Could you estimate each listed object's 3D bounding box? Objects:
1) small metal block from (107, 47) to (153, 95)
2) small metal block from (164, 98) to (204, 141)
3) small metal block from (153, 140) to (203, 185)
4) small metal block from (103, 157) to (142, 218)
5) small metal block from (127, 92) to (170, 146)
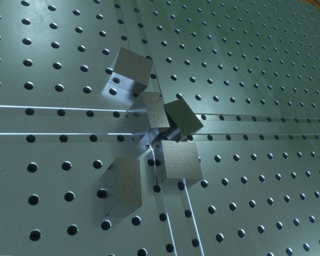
[{"bbox_3d":[-0.041,-0.079,0.436,0.050,0.025,0.050,21,54,-16],"label":"small metal block"},{"bbox_3d":[0.025,-0.009,0.422,0.050,0.025,0.050,-23,74,-50],"label":"small metal block"},{"bbox_3d":[0.022,0.045,0.395,0.050,0.025,0.050,6,59,-26],"label":"small metal block"},{"bbox_3d":[-0.042,0.065,0.331,0.025,0.050,0.050,9,58,-24],"label":"small metal block"},{"bbox_3d":[-0.016,-0.011,0.392,0.025,0.050,0.050,-2,63,-30],"label":"small metal block"}]
